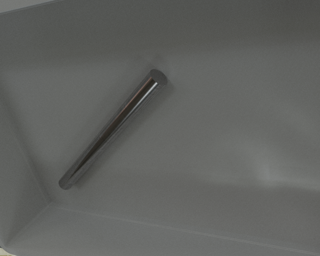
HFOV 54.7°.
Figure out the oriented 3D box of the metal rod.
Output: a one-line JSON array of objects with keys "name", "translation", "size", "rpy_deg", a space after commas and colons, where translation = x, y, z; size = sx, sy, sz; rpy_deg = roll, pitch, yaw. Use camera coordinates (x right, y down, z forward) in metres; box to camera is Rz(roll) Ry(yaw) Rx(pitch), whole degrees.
[{"name": "metal rod", "translation": [-0.086, 0.020, 0.463], "size": [0.025, 0.025, 0.299], "rpy_deg": [44, 129, -3]}]
